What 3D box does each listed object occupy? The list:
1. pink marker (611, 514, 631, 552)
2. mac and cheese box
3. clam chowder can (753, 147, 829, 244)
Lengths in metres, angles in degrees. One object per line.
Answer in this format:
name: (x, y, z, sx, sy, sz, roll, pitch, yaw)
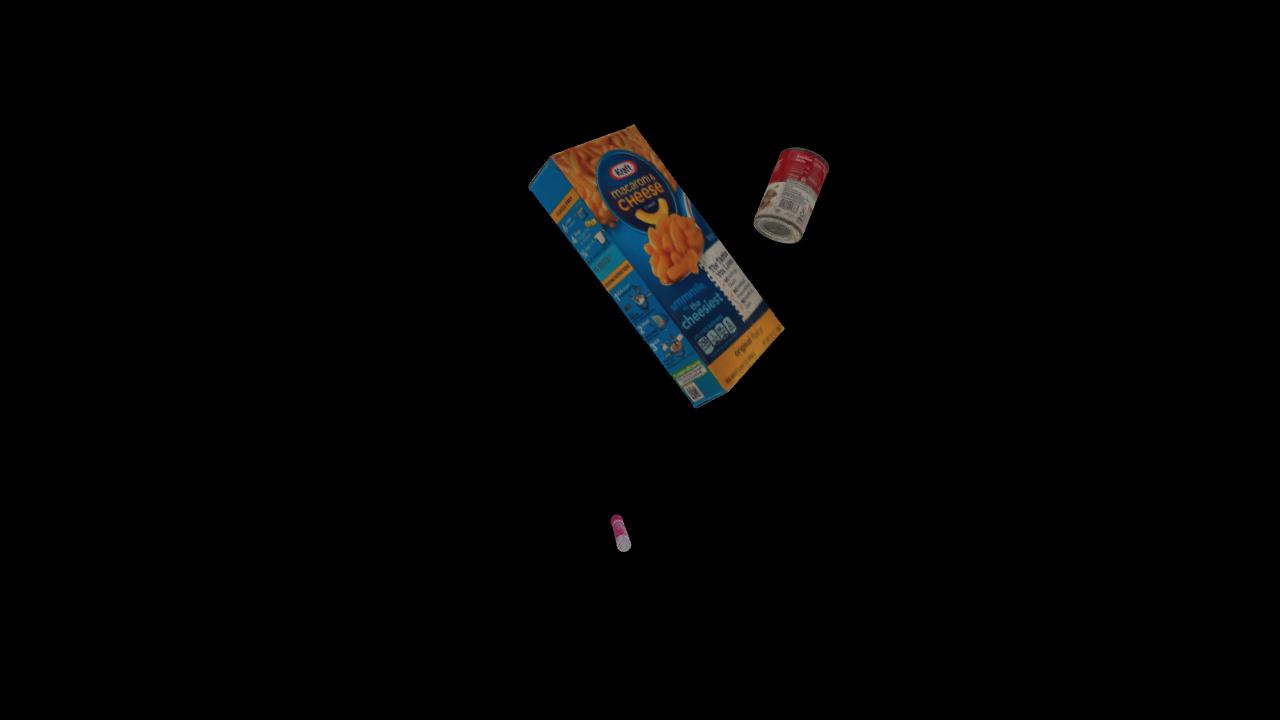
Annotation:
pink marker: (-0.028, 0.236, 0.848, 0.020, 0.020, 0.121, 0, 1, -7)
mac and cheese box: (0.016, -0.068, 0.422, 0.093, 0.184, 0.041, -40, 5, -41)
clam chowder can: (0.195, -0.211, 0.796, 0.068, 0.102, 0.068, 22, -9, 4)
